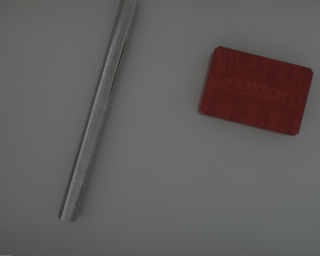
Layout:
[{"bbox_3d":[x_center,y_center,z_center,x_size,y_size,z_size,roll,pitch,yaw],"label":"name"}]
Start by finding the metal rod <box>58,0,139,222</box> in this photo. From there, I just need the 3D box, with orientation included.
[{"bbox_3d":[-0.081,-0.024,0.410,0.025,0.025,0.298,16,90,-1],"label":"metal rod"}]

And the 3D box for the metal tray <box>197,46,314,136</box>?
[{"bbox_3d":[0.124,-0.048,0.411,0.131,0.030,0.089,14,90,-1],"label":"metal tray"}]
